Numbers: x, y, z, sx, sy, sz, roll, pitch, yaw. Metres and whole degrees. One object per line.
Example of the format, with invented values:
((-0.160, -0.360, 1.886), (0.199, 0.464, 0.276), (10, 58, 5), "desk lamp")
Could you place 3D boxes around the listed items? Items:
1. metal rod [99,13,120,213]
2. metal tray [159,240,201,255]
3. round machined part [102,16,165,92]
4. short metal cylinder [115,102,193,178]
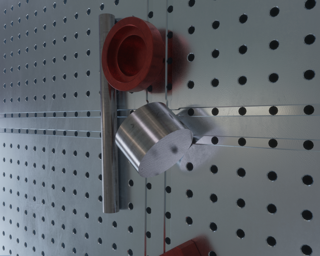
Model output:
((-0.078, -0.023, 0.473), (0.025, 0.025, 0.298), (-2, 88, 40), "metal rod")
((0.010, 0.213, 0.398), (0.129, 0.030, 0.090), (-41, 65, 32), "metal tray")
((-0.032, -0.098, 0.425), (0.098, 0.042, 0.097), (0, 90, 40), "round machined part")
((-0.007, 0.015, 0.379), (0.050, 0.081, 0.080), (48, 119, 29), "short metal cylinder")
